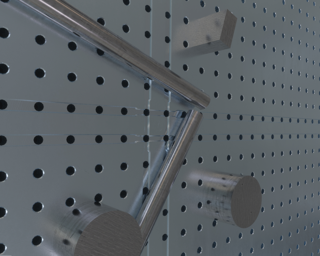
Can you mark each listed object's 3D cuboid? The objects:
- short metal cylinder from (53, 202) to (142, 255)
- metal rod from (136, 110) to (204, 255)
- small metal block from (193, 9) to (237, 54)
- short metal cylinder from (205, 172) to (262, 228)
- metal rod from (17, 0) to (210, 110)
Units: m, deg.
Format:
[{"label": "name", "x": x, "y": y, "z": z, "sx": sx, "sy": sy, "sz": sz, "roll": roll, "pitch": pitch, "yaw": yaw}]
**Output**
[{"label": "short metal cylinder", "x": -0.067, "y": 0.125, "z": 0.338, "sx": 0.081, "sy": 0.050, "sz": 0.079, "roll": 0, "pitch": 91, "yaw": -40}, {"label": "metal rod", "x": -0.012, "y": 0.105, "z": 0.400, "sx": 0.025, "sy": 0.025, "sz": 0.300, "roll": 41, "pitch": 65, "yaw": -33}, {"label": "small metal block", "x": 0.082, "y": -0.142, "z": 0.462, "sx": 0.025, "sy": 0.050, "sz": 0.050, "roll": 25, "pitch": 75, "yaw": -38}, {"label": "short metal cylinder", "x": 0.117, "y": 0.113, "z": 0.492, "sx": 0.081, "sy": 0.050, "sz": 0.079, "roll": 0, "pitch": 90, "yaw": -40}, {"label": "metal rod", "x": -0.043, "y": -0.091, "z": 0.373, "sx": 0.301, "sy": 0.025, "sz": 0.025, "roll": 26, "pitch": 74, "yaw": -37}]
